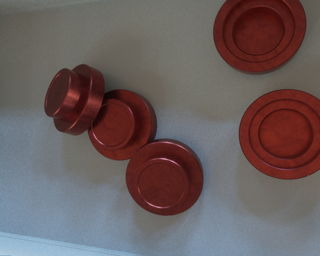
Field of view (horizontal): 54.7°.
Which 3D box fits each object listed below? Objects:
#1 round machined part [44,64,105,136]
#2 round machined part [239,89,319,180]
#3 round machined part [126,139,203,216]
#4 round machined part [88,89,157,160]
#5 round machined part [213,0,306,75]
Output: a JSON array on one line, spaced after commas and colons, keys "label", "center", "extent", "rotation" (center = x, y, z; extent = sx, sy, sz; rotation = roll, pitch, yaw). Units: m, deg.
[{"label": "round machined part", "center": [-0.121, -0.042, 0.419], "extent": [0.098, 0.042, 0.098], "rotation": [-21, 59, 41]}, {"label": "round machined part", "center": [0.142, 0.007, 0.351], "extent": [0.098, 0.042, 0.097], "rotation": [0, 90, 19]}, {"label": "round machined part", "center": [0.005, 0.065, 0.387], "extent": [0.099, 0.042, 0.097], "rotation": [2, 100, 9]}, {"label": "round machined part", "center": [-0.057, -0.004, 0.421], "extent": [0.098, 0.042, 0.097], "rotation": [0, 90, 19]}, {"label": "round machined part", "center": [0.115, -0.111, 0.361], "extent": [0.098, 0.042, 0.097], "rotation": [0, 90, 19]}]
